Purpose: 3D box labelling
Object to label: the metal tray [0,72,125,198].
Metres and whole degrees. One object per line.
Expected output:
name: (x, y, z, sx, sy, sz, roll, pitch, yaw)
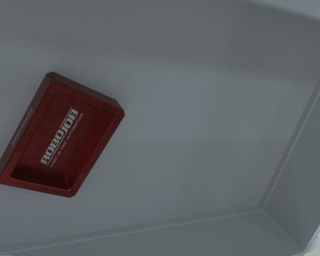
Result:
metal tray: (-0.111, 0.013, 0.352, 0.090, 0.030, 0.129, 24, 105, -37)
